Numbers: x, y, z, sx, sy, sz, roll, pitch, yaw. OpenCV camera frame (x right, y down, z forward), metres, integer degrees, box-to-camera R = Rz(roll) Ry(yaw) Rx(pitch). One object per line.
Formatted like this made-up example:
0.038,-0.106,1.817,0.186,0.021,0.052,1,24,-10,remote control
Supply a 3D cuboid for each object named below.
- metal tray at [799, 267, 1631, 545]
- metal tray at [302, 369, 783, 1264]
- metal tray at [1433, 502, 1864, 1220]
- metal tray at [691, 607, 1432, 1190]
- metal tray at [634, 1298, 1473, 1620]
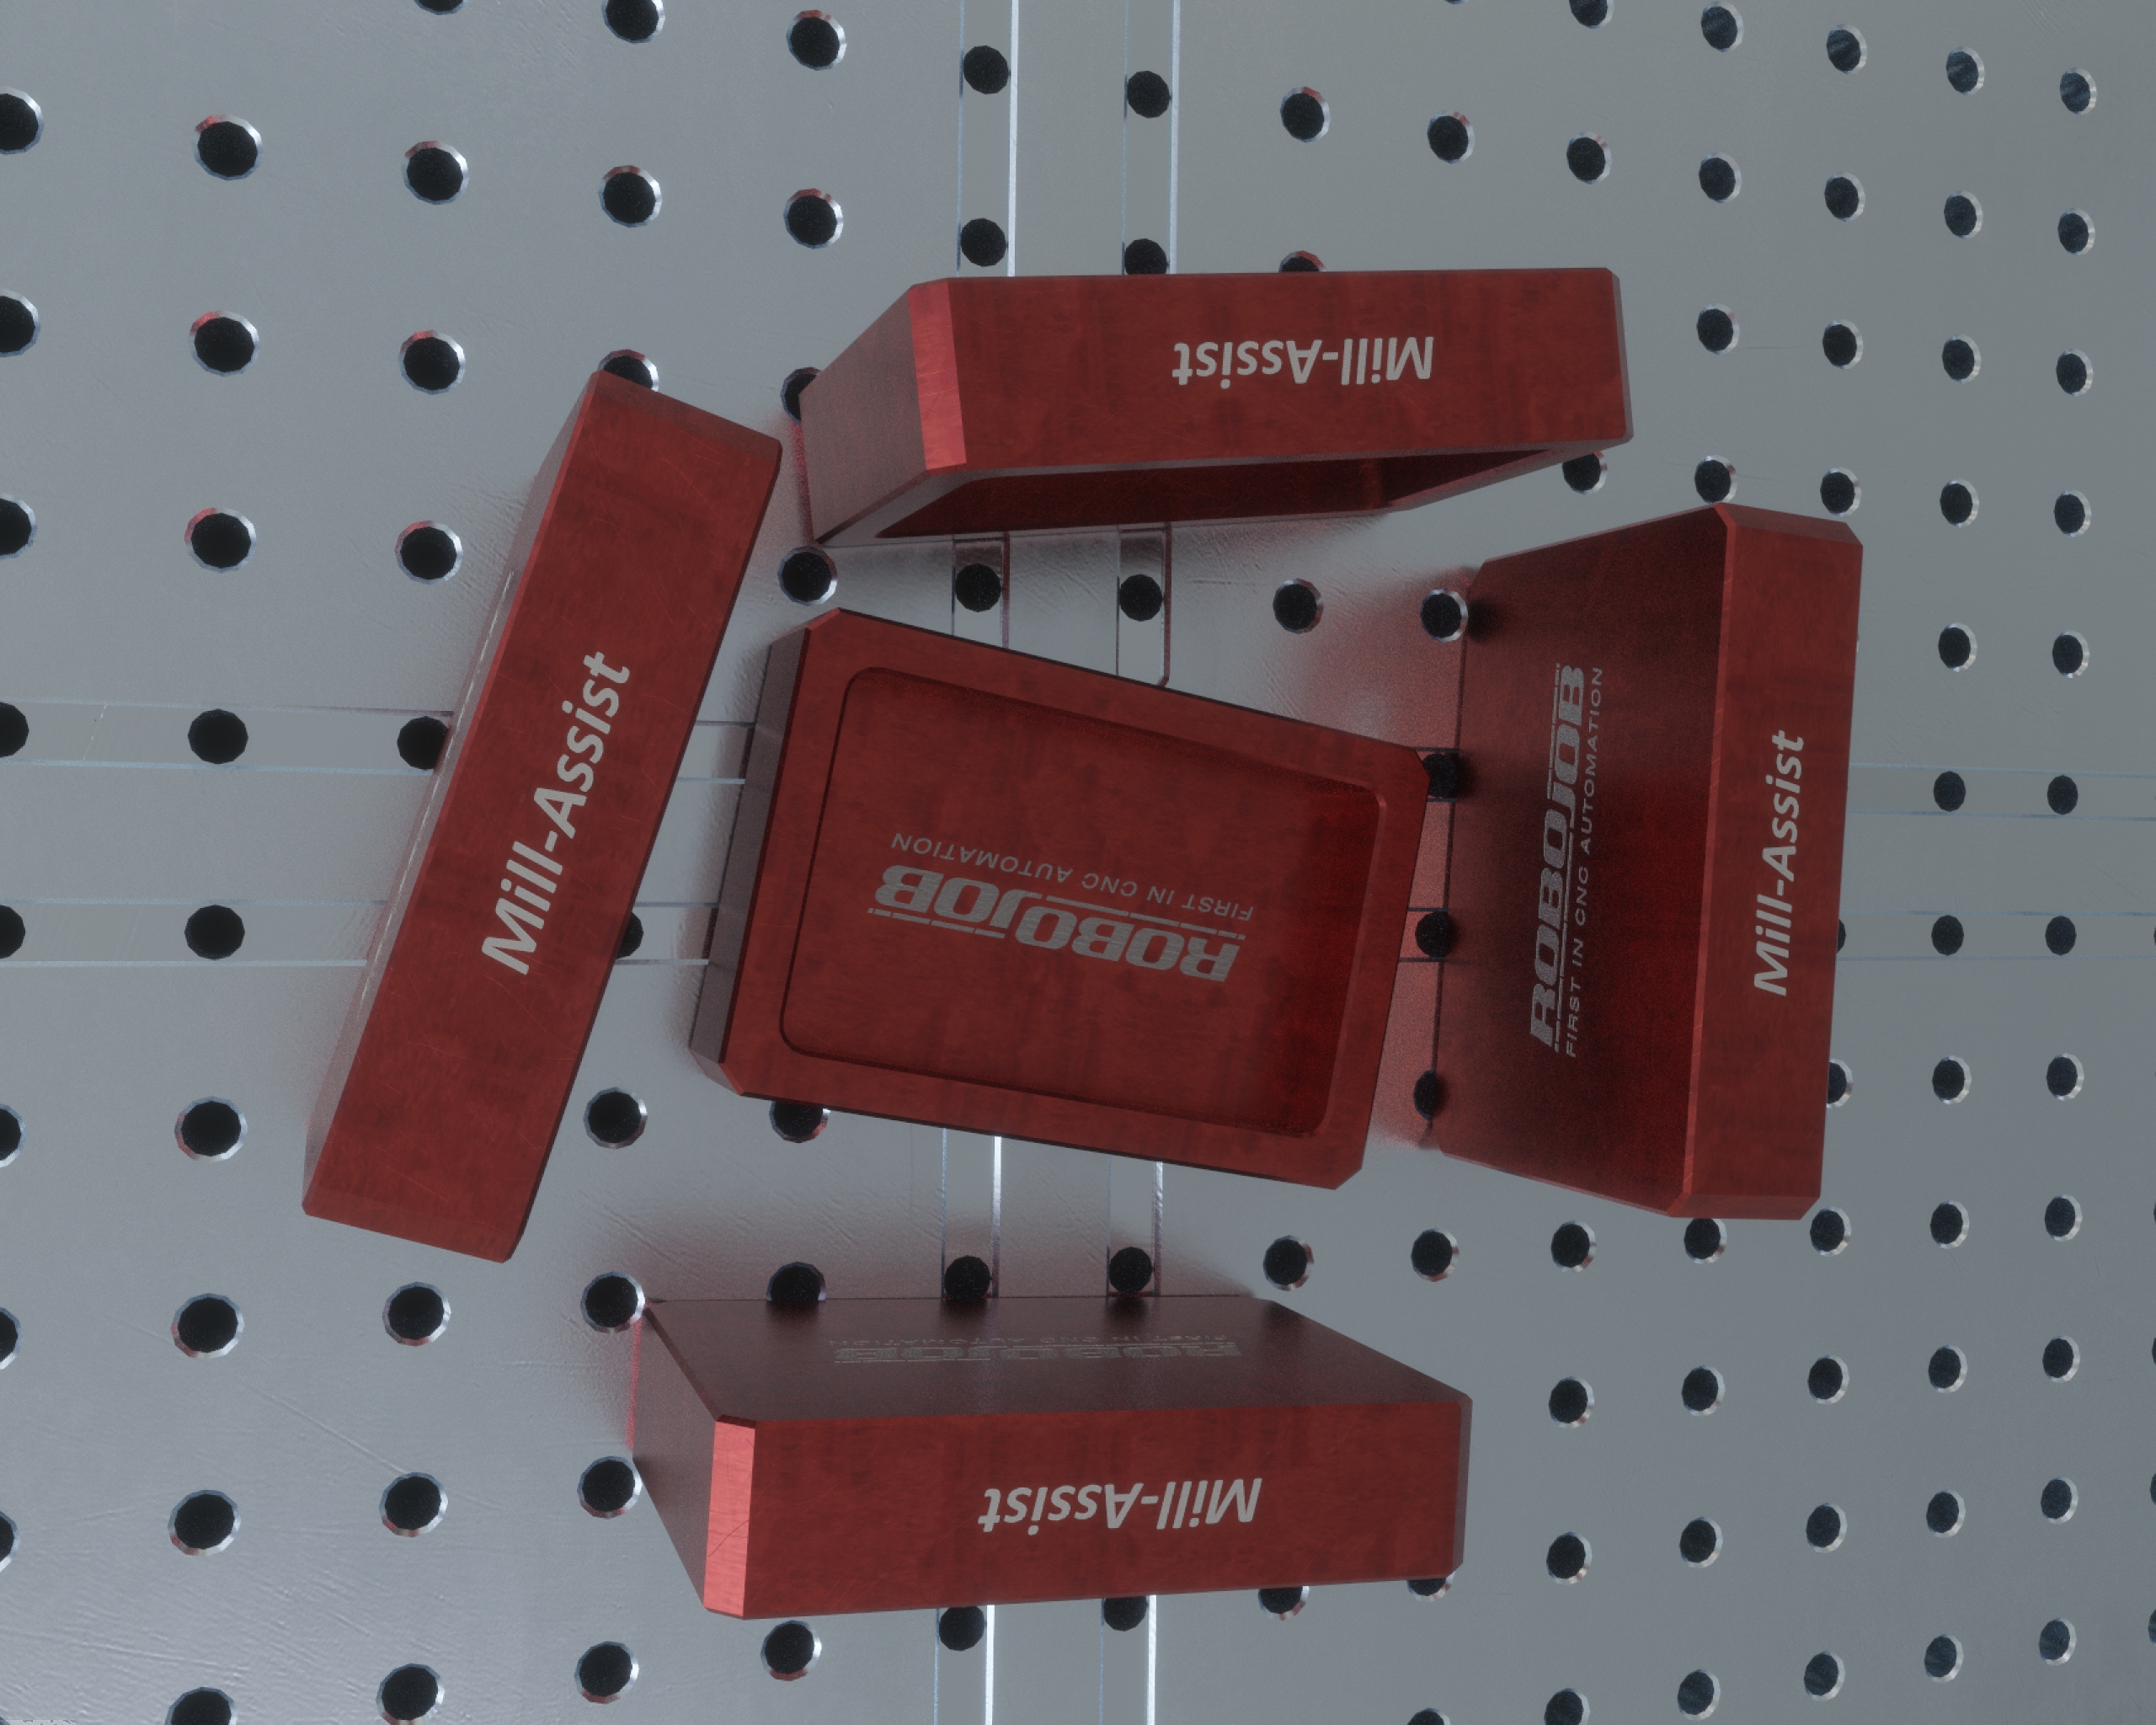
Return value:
0.023,-0.083,0.385,0.131,0.090,0.030,-7,93,-20,metal tray
-0.091,-0.007,0.344,0.030,0.090,0.130,19,83,-19,metal tray
0.111,0.000,0.418,0.030,0.090,0.129,5,88,-20,metal tray
-0.001,0.009,0.408,0.131,0.030,0.090,12,86,-20,metal tray
-0.008,0.102,0.375,0.131,0.090,0.030,4,89,-20,metal tray
